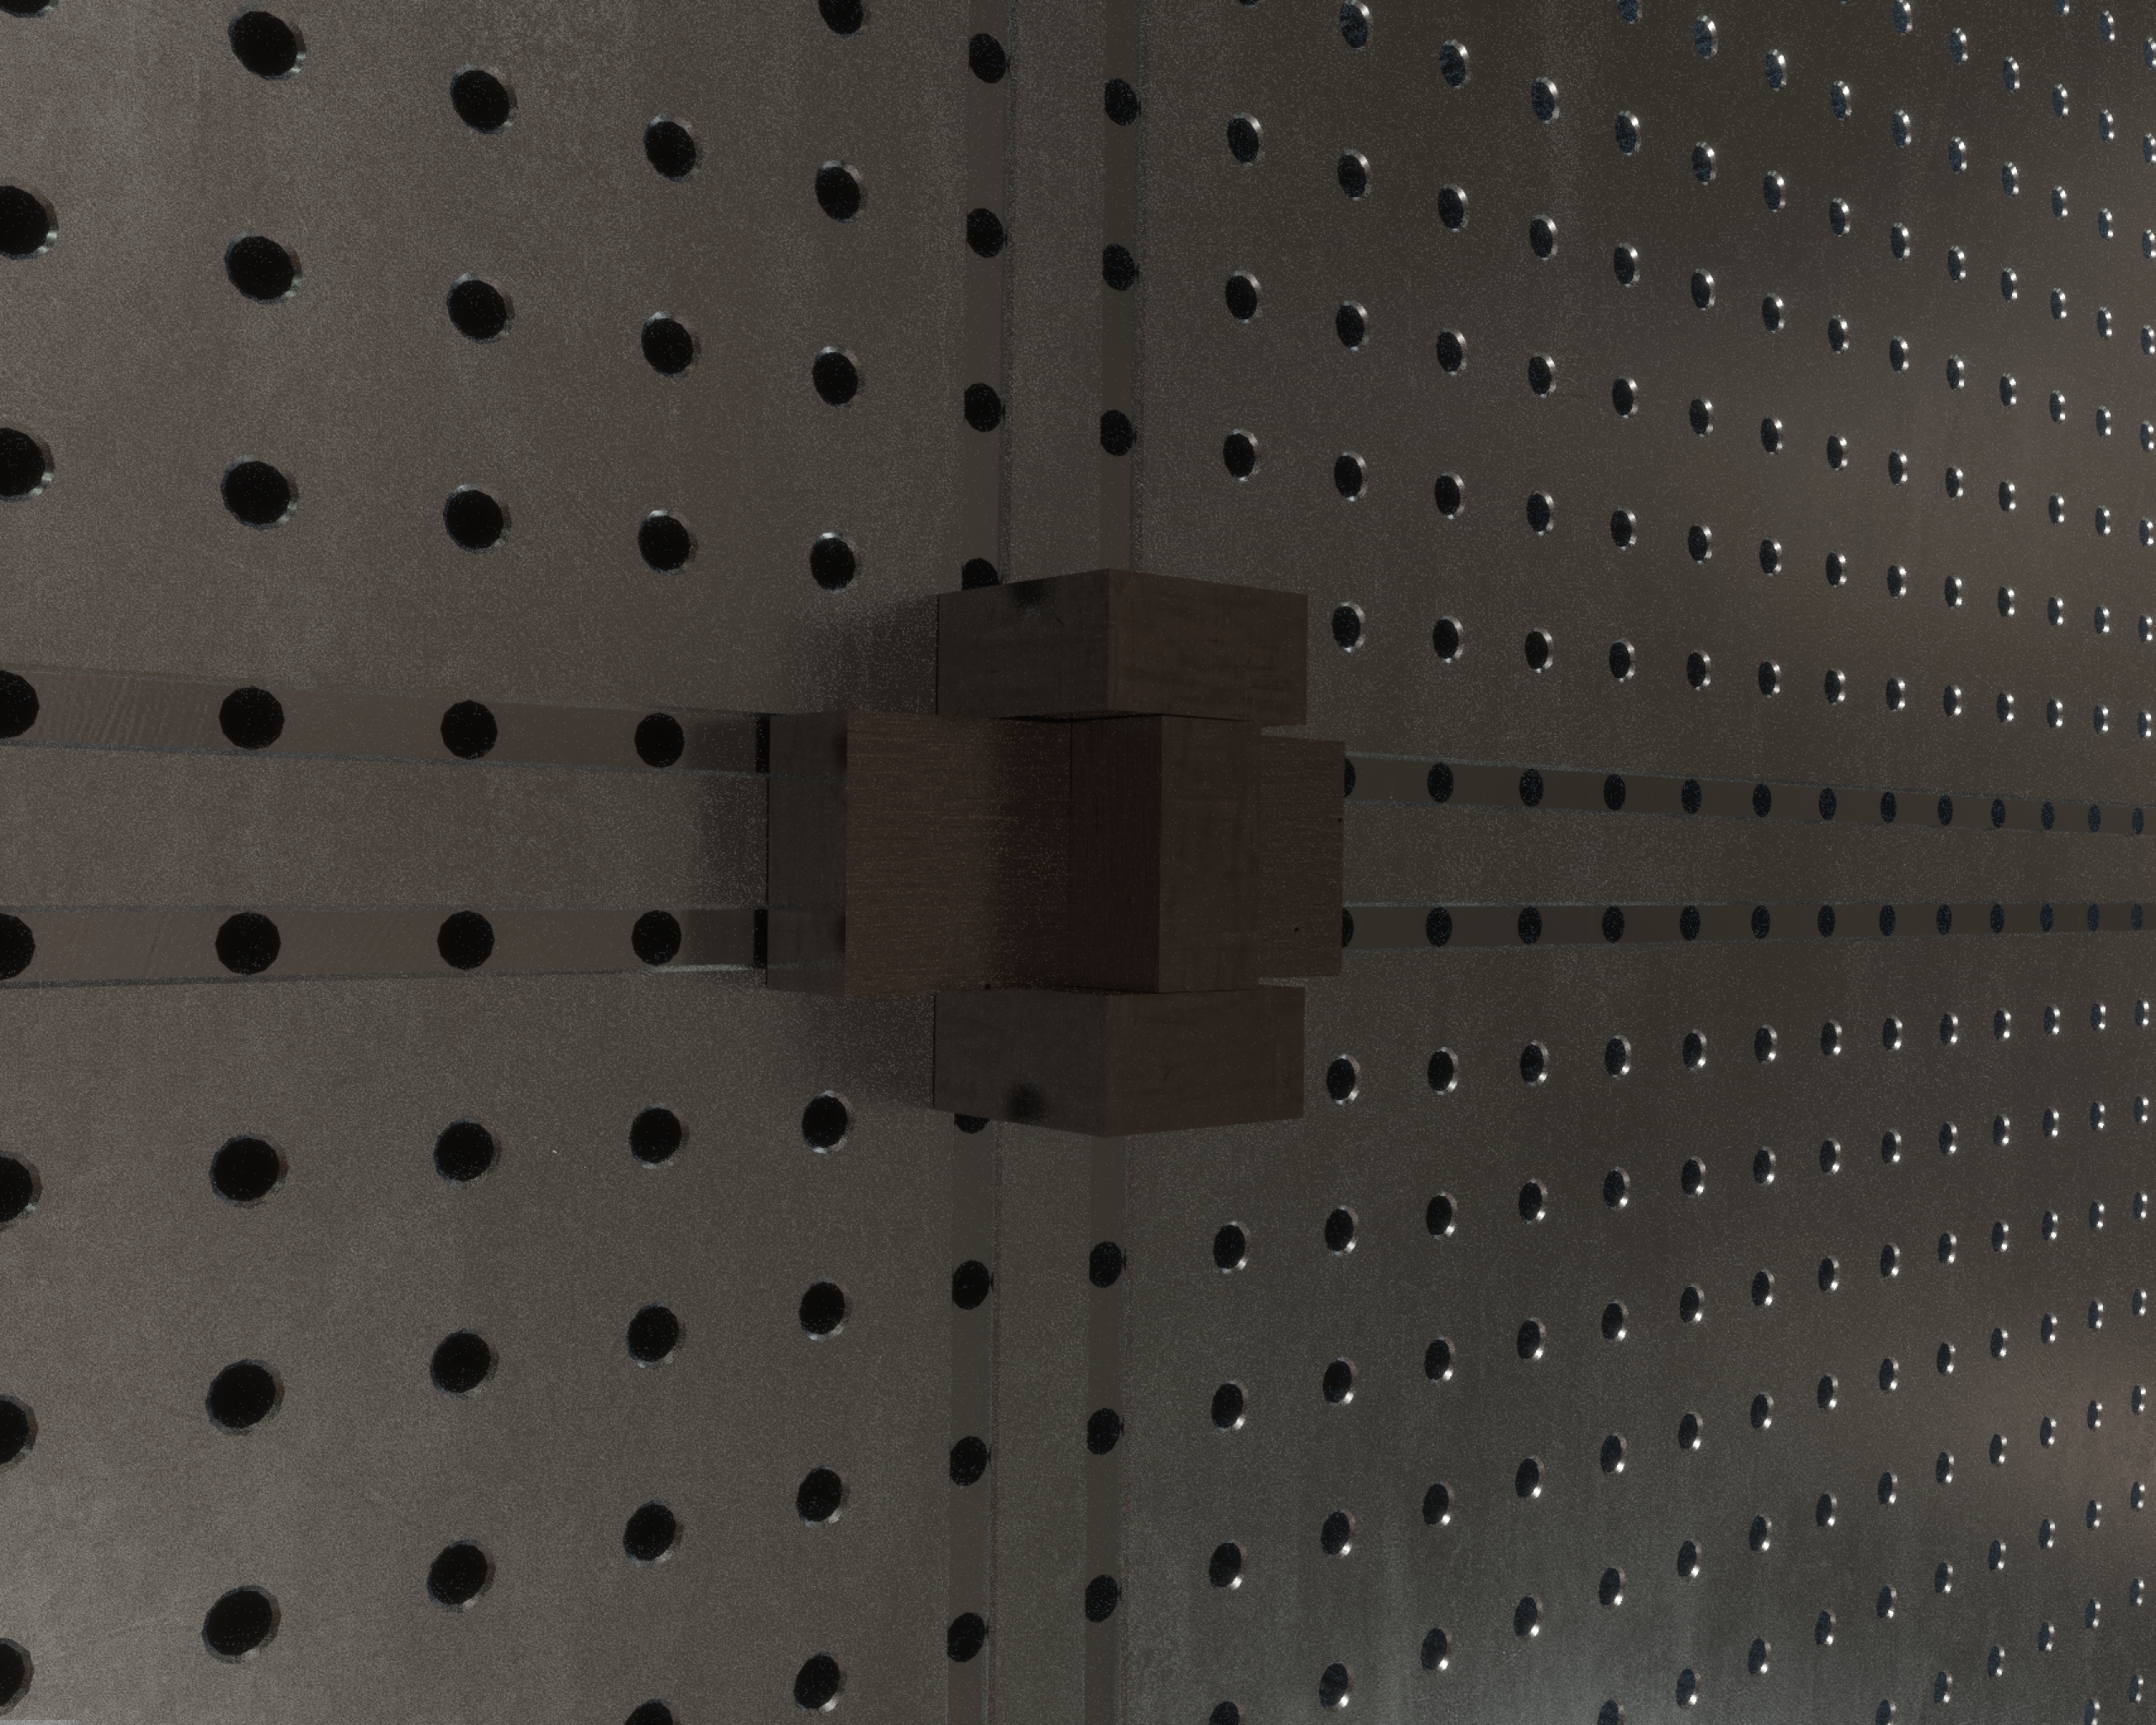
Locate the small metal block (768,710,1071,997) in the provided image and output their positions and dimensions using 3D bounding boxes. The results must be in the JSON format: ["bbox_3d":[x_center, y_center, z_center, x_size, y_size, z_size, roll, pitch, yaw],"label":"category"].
[{"bbox_3d":[-0.029,-0.002,0.386,0.050,0.025,0.050,1,90,-40],"label":"small metal block"}]

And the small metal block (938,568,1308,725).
[{"bbox_3d":[0.008,-0.039,0.401,0.050,0.050,0.025,1,90,-40],"label":"small metal block"}]

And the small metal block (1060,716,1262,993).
[{"bbox_3d":[0.008,-0.002,0.401,0.025,0.050,0.050,1,90,-40],"label":"small metal block"}]

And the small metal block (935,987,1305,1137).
[{"bbox_3d":[0.008,0.036,0.401,0.050,0.050,0.025,1,90,-40],"label":"small metal block"}]

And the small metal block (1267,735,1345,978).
[{"bbox_3d":[0.029,-0.001,0.435,0.050,0.025,0.050,1,89,-40],"label":"small metal block"}]
